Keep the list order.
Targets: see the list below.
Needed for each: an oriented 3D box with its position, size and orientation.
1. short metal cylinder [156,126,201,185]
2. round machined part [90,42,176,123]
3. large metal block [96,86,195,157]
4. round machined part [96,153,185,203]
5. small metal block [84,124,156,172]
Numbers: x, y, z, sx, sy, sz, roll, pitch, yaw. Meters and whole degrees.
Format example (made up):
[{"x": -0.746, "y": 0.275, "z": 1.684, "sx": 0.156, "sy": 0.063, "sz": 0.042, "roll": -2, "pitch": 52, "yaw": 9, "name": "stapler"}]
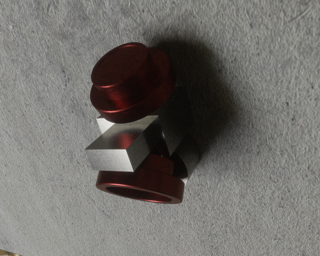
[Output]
[{"x": 0.008, "y": 0.040, "z": 0.413, "sx": 0.080, "sy": 0.050, "sz": 0.079, "roll": 13, "pitch": 124, "yaw": 20, "name": "short metal cylinder"}, {"x": -0.035, "y": -0.056, "z": 0.339, "sx": 0.098, "sy": 0.098, "sz": 0.042, "roll": -2, "pitch": 142, "yaw": 29, "name": "round machined part"}, {"x": -0.014, "y": -0.009, "z": 0.372, "sx": 0.080, "sy": 0.080, "sz": 0.050, "roll": -2, "pitch": 118, "yaw": 29, "name": "large metal block"}, {"x": -0.020, "y": 0.056, "z": 0.356, "sx": 0.099, "sy": 0.042, "sz": 0.098, "roll": 9, "pitch": 159, "yaw": 4, "name": "round machined part"}, {"x": -0.040, "y": 0.020, "z": 0.319, "sx": 0.050, "sy": 0.050, "sz": 0.025, "roll": -2, "pitch": 117, "yaw": 29, "name": "small metal block"}]
